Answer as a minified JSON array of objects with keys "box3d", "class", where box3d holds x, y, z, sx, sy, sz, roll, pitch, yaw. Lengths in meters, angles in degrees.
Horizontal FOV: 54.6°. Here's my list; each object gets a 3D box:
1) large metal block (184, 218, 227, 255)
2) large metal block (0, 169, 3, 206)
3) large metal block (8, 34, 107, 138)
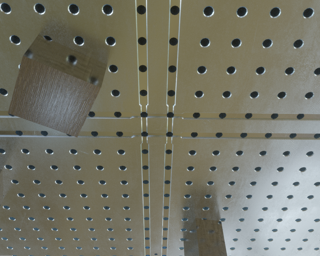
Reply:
[{"box3d":[0.080,0.225,0.567,0.050,0.080,0.079,10,129,-8],"class":"large metal block"},{"box3d":[-0.280,0.113,0.470,0.050,0.080,0.079,13,129,-11],"class":"large metal block"},{"box3d":[-0.116,-0.046,0.355,0.080,0.050,0.080,22,127,-18],"class":"large metal block"}]
